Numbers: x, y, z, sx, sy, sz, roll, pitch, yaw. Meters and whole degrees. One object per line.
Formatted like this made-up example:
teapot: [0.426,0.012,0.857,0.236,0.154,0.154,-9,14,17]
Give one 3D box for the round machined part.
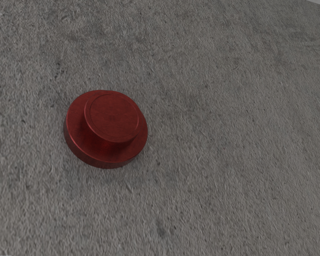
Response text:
round machined part: [-0.059,-0.005,0.364,0.099,0.042,0.098,13,56,-21]
